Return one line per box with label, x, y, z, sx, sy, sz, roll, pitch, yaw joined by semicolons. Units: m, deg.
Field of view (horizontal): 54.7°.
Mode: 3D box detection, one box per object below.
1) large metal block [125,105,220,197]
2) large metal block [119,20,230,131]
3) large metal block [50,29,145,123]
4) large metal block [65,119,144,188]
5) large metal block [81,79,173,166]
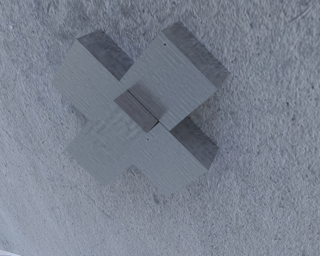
large metal block;0.015;0.030;0.401;0.080;0.050;0.080;45;129;-4
large metal block;0.016;-0.057;0.346;0.080;0.050;0.080;45;129;-4
large metal block;-0.078;-0.063;0.392;0.080;0.050;0.080;45;129;-4
large metal block;-0.076;0.027;0.446;0.080;0.050;0.080;45;129;-4
large metal block;-0.038;-0.010;0.385;0.050;0.080;0.080;45;129;-4
